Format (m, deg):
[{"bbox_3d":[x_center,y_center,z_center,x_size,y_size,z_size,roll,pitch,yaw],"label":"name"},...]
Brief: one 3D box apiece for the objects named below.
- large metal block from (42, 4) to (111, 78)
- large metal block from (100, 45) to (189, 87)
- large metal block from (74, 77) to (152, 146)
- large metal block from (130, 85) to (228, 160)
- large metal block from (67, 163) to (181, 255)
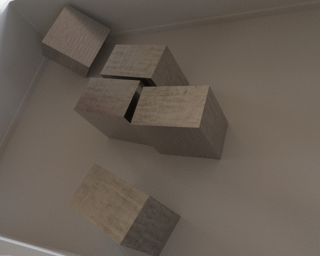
[{"bbox_3d":[-0.141,-0.145,0.523,0.080,0.080,0.050,-66,13,-19],"label":"large metal block"},{"bbox_3d":[-0.018,-0.066,0.419,0.080,0.080,0.050,10,67,32],"label":"large metal block"},{"bbox_3d":[-0.049,-0.021,0.407,0.080,0.080,0.050,9,66,31],"label":"large metal block"},{"bbox_3d":[0.026,-0.005,0.359,0.080,0.080,0.050,3,63,29],"label":"large metal block"},{"bbox_3d":[-0.036,0.089,0.333,0.080,0.080,0.050,22,74,36],"label":"large metal block"}]
